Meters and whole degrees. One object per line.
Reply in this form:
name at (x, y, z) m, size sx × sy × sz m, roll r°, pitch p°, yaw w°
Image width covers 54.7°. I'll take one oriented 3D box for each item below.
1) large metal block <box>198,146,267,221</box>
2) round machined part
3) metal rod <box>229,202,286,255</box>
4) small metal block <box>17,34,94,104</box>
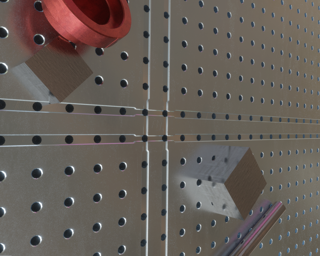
large metal block at (0.118, 0.085, 0.495) m, size 0.080 × 0.050 × 0.080 m, roll -46°, pitch 118°, yaw -30°
round machined part at (-0.079, -0.125, 0.317) m, size 0.098 × 0.042 × 0.098 m, roll 30°, pitch 47°, yaw -39°
metal rod at (0.131, 0.219, 0.522) m, size 0.302 × 0.025 × 0.025 m, roll -31°, pitch 110°, yaw -36°
small metal block at (-0.107, -0.060, 0.320) m, size 0.050 × 0.025 × 0.050 m, roll -51°, pitch 120°, yaw -28°
